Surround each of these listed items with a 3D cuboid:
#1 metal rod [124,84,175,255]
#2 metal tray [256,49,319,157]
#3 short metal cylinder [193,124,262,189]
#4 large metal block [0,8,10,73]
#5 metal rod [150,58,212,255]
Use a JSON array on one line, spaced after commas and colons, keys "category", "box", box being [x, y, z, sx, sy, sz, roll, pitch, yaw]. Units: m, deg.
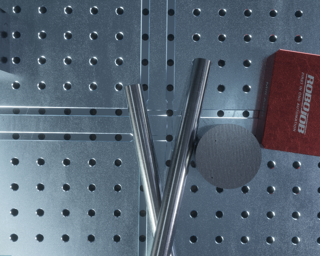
[{"category": "metal rod", "box": [-0.008, 0.090, 0.413, 0.025, 0.025, 0.298, -11, 90, 0]}, {"category": "metal tray", "box": [0.184, -0.032, 0.412, 0.091, 0.030, 0.129, 9, 90, 0]}, {"category": "short metal cylinder", "box": [0.084, 0.034, 0.401, 0.081, 0.050, 0.079, 0, 90, 0]}, {"category": "large metal block", "box": [-0.246, -0.115, 0.399, 0.081, 0.050, 0.079, 0, 90, 0]}, {"category": "metal rod", "box": [0.024, 0.056, 0.396, 0.025, 0.025, 0.299, 13, 83, 0]}]
